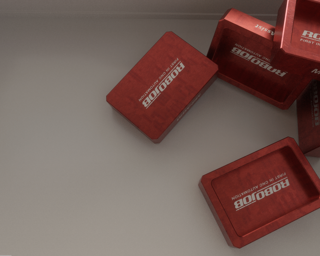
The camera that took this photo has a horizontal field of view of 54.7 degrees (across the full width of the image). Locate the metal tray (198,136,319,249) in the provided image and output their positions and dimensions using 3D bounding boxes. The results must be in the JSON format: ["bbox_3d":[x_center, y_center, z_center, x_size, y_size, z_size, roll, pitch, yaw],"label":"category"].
[{"bbox_3d":[0.125,0.077,0.379,0.131,0.030,0.090,-23,72,-8],"label":"metal tray"}]

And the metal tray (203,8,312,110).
[{"bbox_3d":[0.129,-0.087,0.405,0.130,0.090,0.030,29,57,10],"label":"metal tray"}]

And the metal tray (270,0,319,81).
[{"bbox_3d":[0.195,-0.094,0.342,0.131,0.030,0.090,15,68,2],"label":"metal tray"}]

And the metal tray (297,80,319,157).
[{"bbox_3d":[0.208,-0.036,0.388,0.030,0.090,0.130,7,70,-2],"label":"metal tray"}]

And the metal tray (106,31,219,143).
[{"bbox_3d":[0.004,-0.055,0.417,0.090,0.030,0.130,40,83,13],"label":"metal tray"}]
